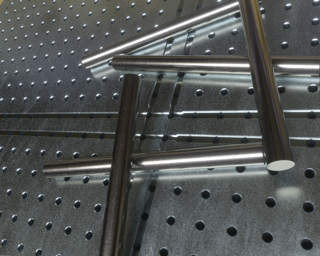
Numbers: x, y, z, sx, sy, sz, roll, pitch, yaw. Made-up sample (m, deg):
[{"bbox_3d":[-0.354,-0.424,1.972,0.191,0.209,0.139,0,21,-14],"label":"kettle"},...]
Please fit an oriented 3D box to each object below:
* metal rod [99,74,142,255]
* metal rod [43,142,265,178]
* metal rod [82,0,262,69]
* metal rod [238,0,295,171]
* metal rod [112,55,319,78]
[{"bbox_3d":[-0.048,0.073,0.361,0.025,0.025,0.299,-5,67,25],"label":"metal rod"},{"bbox_3d":[-0.025,0.044,0.392,0.301,0.025,0.025,-7,59,24],"label":"metal rod"},{"bbox_3d":[0.007,-0.154,0.497,0.301,0.025,0.025,-15,56,19],"label":"metal rod"},{"bbox_3d":[0.117,-0.093,0.369,0.025,0.025,0.299,-12,57,21],"label":"metal rod"},{"bbox_3d":[0.056,-0.089,0.431,0.300,0.025,0.025,8,66,31],"label":"metal rod"}]
